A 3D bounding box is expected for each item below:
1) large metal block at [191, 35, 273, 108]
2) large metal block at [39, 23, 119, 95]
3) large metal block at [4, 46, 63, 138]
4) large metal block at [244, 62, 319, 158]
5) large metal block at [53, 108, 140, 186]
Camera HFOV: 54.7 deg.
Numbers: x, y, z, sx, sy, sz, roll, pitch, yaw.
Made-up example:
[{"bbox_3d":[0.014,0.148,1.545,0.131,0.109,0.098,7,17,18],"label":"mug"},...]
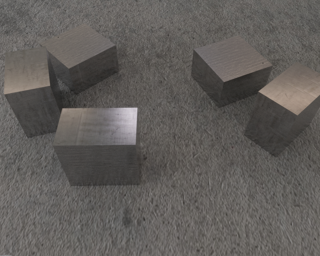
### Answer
[{"bbox_3d":[0.103,-0.085,0.459,0.081,0.050,0.080,-20,53,-16],"label":"large metal block"},{"bbox_3d":[-0.122,-0.108,0.477,0.080,0.050,0.080,-35,59,-26],"label":"large metal block"},{"bbox_3d":[-0.162,-0.047,0.406,0.050,0.080,0.080,-13,51,-11],"label":"large metal block"},{"bbox_3d":[0.158,-0.023,0.387,0.080,0.080,0.050,-35,59,-26],"label":"large metal block"},{"bbox_3d":[-0.064,0.023,0.348,0.081,0.080,0.050,-1,50,-1],"label":"large metal block"}]
